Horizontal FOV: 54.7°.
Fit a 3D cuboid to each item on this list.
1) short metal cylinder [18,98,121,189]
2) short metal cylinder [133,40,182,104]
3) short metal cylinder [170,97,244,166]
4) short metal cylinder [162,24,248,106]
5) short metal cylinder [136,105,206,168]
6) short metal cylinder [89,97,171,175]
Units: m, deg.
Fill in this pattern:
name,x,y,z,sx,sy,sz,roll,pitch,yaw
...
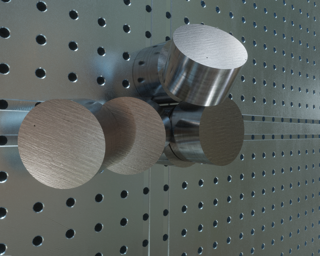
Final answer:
name,x,y,z,sx,sy,sz,roll,pitch,yaw
short metal cylinder,-0.083,0.012,0.295,0.050,0.080,0.079,-37,122,-81
short metal cylinder,0.012,-0.071,0.402,0.081,0.050,0.079,0,90,-40
short metal cylinder,0.056,0.003,0.372,0.081,0.050,0.079,0,90,-40
short metal cylinder,0.047,-0.070,0.338,0.081,0.080,0.050,-30,152,-36
short metal cylinder,0.016,0.009,0.405,0.081,0.050,0.079,0,90,-40
short metal cylinder,-0.030,0.006,0.338,0.050,0.080,0.079,-33,118,-80
